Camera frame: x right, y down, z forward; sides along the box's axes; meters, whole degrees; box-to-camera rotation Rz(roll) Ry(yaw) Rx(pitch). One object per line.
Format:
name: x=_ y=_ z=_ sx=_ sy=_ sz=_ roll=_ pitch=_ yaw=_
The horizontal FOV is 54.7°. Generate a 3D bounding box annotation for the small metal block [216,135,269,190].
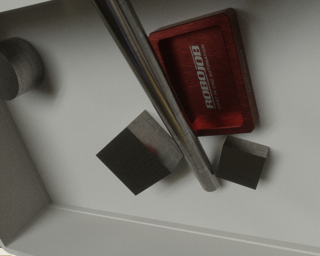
small metal block: x=0.101 y=0.042 z=0.381 sx=0.050 sy=0.025 sz=0.050 roll=17 pitch=125 yaw=18

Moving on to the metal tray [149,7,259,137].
metal tray: x=0.050 y=-0.054 z=0.344 sx=0.090 sy=0.030 sz=0.129 roll=-6 pitch=116 yaw=30

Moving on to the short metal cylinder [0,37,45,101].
short metal cylinder: x=-0.218 y=-0.087 z=0.451 sx=0.080 sy=0.050 sz=0.079 roll=13 pitch=124 yaw=20

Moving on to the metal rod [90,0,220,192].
metal rod: x=0.013 y=-0.013 z=0.314 sx=0.025 sy=0.025 sz=0.299 roll=0 pitch=144 yaw=28

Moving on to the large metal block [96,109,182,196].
large metal block: x=-0.027 y=0.035 z=0.427 sx=0.080 sy=0.050 sz=0.080 roll=47 pitch=129 yaw=-5
